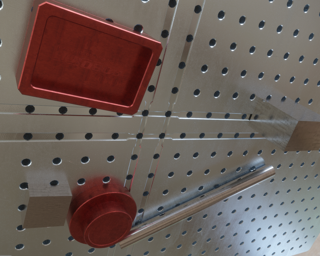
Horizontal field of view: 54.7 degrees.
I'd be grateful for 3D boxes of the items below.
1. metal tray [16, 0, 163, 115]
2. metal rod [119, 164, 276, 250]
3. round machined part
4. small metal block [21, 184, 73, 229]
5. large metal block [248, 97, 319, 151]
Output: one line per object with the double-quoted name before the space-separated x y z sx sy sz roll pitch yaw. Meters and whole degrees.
"metal tray" -0.072 -0.069 0.326 0.131 0.030 0.089 10 113 -33
"metal rod" 0.070 0.130 0.531 0.302 0.025 0.025 -21 127 -17
"round machined part" -0.078 0.131 0.440 0.099 0.042 0.097 -14 125 -21
"small metal block" -0.145 0.099 0.394 0.050 0.025 0.050 7 115 -32
"large metal block" 0.202 -0.007 0.485 0.081 0.080 0.050 1 118 -29
